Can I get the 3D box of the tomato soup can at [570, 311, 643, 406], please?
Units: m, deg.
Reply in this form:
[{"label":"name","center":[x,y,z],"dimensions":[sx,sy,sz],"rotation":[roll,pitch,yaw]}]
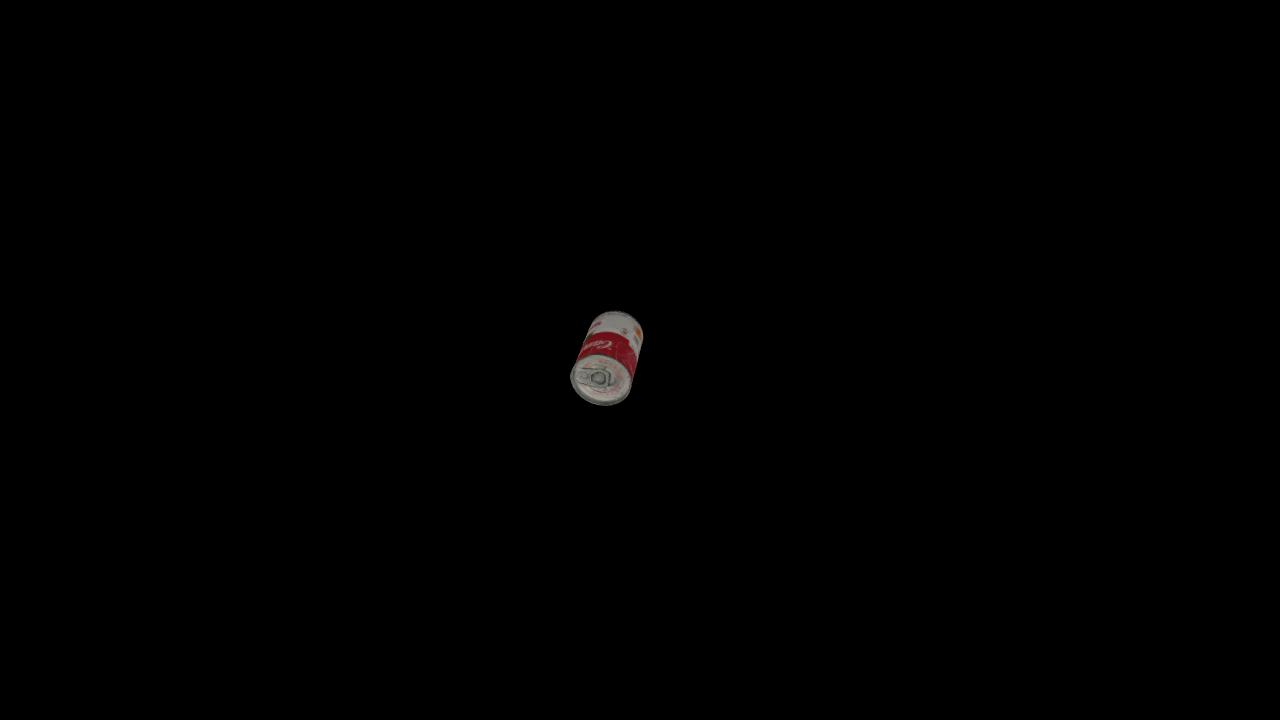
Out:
[{"label":"tomato soup can","center":[-0.034,-0.005,0.700],"dimensions":[0.068,0.068,0.101],"rotation":[0,33,10]}]
